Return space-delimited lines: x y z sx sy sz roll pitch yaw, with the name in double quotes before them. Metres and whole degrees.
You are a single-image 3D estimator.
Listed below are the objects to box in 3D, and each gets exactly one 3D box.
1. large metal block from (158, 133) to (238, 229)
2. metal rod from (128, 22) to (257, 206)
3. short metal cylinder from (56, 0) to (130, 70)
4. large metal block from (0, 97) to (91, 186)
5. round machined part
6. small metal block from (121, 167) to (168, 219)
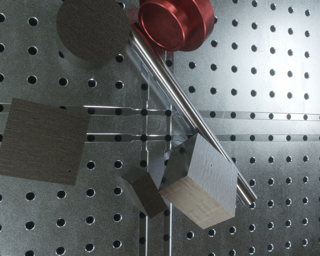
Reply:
"large metal block" 0.052 0.067 0.397 0.080 0.050 0.080 42 36 -15
"metal rod" 0.047 -0.011 0.429 0.025 0.025 0.299 -40 103 -16
"short metal cylinder" -0.082 -0.113 0.369 0.081 0.050 0.079 0 90 -20
"large metal block" -0.131 0.016 0.351 0.081 0.050 0.080 13 86 -20
"round machined part" 0.013 -0.132 0.375 0.098 0.098 0.042 46 66 -14
"small metal block" -0.021 0.081 0.392 0.025 0.050 0.050 -30 100 -17
